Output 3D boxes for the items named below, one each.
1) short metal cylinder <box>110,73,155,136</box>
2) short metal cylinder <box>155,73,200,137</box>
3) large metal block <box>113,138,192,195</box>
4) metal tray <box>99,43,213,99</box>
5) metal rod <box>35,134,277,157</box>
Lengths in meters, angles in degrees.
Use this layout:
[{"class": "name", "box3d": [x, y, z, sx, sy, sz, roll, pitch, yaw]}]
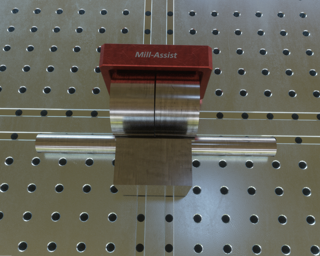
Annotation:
[{"class": "short metal cylinder", "box3d": [-0.032, -0.030, 0.390, 0.050, 0.080, 0.080, 1, 70, 0]}, {"class": "short metal cylinder", "box3d": [0.020, -0.029, 0.390, 0.050, 0.080, 0.080, 2, 70, 0]}, {"class": "large metal block", "box3d": [-0.007, 0.048, 0.360, 0.081, 0.080, 0.050, 1, 70, 0]}, {"class": "metal tray", "box3d": [-0.004, -0.069, 0.398, 0.131, 0.090, 0.030, 1, 70, 0]}, {"class": "metal rod", "box3d": [-0.005, 0.022, 0.399, 0.302, 0.025, 0.025, 1, 70, 0]}]
